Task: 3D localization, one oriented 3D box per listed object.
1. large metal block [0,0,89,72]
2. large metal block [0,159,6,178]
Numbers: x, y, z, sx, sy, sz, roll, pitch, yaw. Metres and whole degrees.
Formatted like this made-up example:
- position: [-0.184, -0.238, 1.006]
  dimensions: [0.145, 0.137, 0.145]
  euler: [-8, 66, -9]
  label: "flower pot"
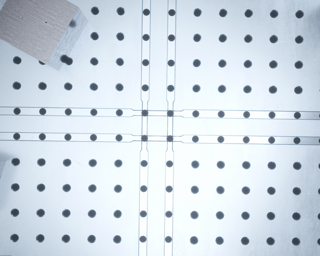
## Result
- position: [-0.153, -0.131, 0.400]
  dimensions: [0.080, 0.050, 0.080]
  euler: [29, 90, 0]
  label: "large metal block"
- position: [-0.262, 0.071, 0.399]
  dimensions: [0.080, 0.050, 0.080]
  euler: [18, 90, 0]
  label: "large metal block"
